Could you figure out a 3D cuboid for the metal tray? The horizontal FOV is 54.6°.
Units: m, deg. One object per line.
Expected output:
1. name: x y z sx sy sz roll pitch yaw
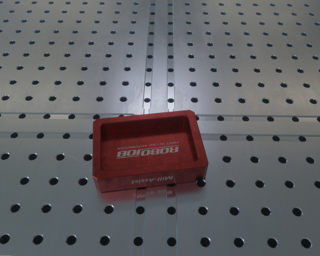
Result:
1. metal tray: -0.015 0.025 0.383 0.131 0.030 0.090 -6 50 -5
